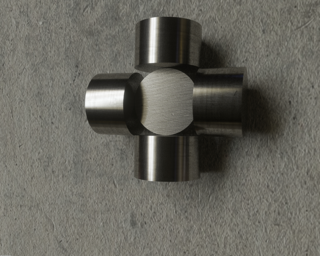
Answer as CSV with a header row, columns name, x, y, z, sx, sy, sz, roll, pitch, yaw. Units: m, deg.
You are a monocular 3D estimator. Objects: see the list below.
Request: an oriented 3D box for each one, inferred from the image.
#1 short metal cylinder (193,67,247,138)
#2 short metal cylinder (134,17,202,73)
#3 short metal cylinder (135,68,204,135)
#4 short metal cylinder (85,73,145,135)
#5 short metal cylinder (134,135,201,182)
name,x,y,z,sx,sy,sz,roll,pitch,yaw
short metal cylinder,0.072,-0.029,0.355,0.050,0.080,0.079,2,91,20
short metal cylinder,0.010,-0.097,0.376,0.080,0.080,0.050,2,91,19
short metal cylinder,0.015,-0.031,0.391,0.080,0.050,0.079,0,90,19
short metal cylinder,-0.052,-0.031,0.399,0.050,0.080,0.079,2,91,20
short metal cylinder,0.009,0.034,0.377,0.080,0.080,0.050,1,90,19
